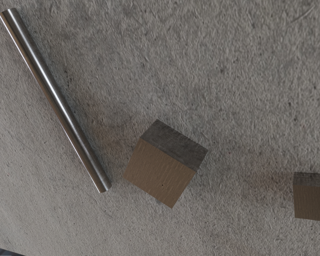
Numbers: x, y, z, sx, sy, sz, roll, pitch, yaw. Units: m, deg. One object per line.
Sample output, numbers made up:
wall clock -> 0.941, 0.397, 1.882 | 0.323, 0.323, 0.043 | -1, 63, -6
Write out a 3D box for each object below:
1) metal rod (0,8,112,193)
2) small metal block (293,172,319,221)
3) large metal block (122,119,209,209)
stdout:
metal rod -> -0.149, -0.028, 0.467 | 0.025, 0.025, 0.299 | -11, 113, 33
small metal block -> 0.184, 0.080, 0.360 | 0.050, 0.025, 0.050 | 0, 118, 28
large metal block -> 0.006, 0.048, 0.418 | 0.080, 0.050, 0.079 | 31, 129, 7
